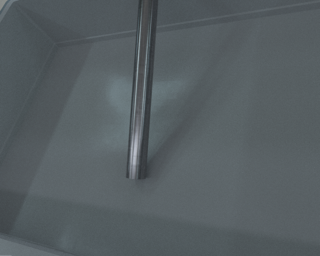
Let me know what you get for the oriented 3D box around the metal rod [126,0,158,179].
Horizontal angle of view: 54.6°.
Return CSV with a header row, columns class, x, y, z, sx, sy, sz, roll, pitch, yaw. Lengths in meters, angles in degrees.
class,x,y,z,sx,sy,sz,roll,pitch,yaw
metal rod,-0.020,-0.087,0.391,0.025,0.025,0.298,3,88,30
